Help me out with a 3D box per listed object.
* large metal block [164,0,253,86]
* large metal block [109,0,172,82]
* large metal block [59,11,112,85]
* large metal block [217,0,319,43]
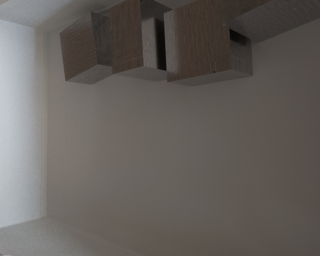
[{"bbox_3d":[0.053,-0.094,0.347,0.080,0.050,0.080,-5,87,40],"label":"large metal block"},{"bbox_3d":[-0.013,-0.105,0.382,0.050,0.081,0.080,-5,87,40],"label":"large metal block"},{"bbox_3d":[-0.106,-0.119,0.479,0.080,0.050,0.080,-15,80,39],"label":"large metal block"},{"bbox_3d":[0.106,-0.125,0.283,0.080,0.081,0.050,-17,80,39],"label":"large metal block"}]
